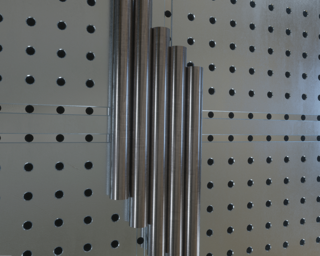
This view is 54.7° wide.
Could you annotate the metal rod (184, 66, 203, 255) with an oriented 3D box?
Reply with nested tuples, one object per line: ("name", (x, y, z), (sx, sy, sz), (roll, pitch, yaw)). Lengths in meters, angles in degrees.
("metal rod", (0.045, 0.066, 0.430), (0.025, 0.025, 0.298), (1, 90, -20))

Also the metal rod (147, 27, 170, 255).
("metal rod", (-0.002, 0.018, 0.412), (0.025, 0.025, 0.298), (1, 90, -20))

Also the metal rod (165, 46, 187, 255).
("metal rod", (0.021, 0.040, 0.421), (0.025, 0.025, 0.298), (1, 90, -20))

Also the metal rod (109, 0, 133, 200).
("metal rod", (-0.049, -0.060, 0.395), (0.025, 0.025, 0.298), (1, 90, -20))

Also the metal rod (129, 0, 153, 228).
("metal rod", (-0.025, -0.023, 0.403), (0.025, 0.025, 0.298), (1, 90, -20))
